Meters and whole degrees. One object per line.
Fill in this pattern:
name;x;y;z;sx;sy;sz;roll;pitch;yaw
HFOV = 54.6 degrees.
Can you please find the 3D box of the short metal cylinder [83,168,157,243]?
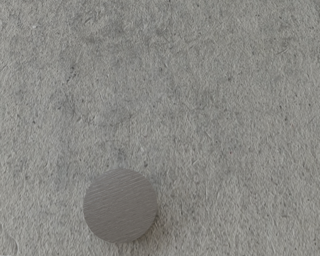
short metal cylinder;-0.043;0.092;0.361;0.080;0.050;0.080;0;70;0
